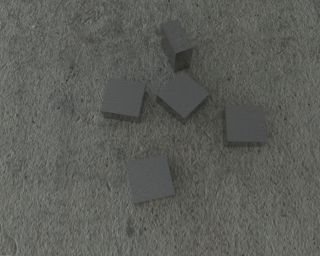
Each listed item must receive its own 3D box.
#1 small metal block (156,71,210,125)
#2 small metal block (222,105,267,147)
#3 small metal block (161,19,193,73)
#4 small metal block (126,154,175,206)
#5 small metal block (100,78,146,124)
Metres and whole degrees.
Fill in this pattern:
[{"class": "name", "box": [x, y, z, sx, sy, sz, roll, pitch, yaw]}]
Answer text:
[{"class": "small metal block", "box": [0.031, -0.041, 0.423, 0.050, 0.025, 0.050, 42, 75, 13]}, {"class": "small metal block", "box": [0.110, -0.002, 0.409, 0.050, 0.025, 0.050, 1, 70, 0]}, {"class": "small metal block", "box": [0.023, -0.115, 0.437, 0.025, 0.050, 0.050, -21, 72, -7]}, {"class": "small metal block", "box": [-0.012, 0.065, 0.384, 0.050, 0.025, 0.050, -12, 71, -5]}, {"class": "small metal block", "box": [-0.048, -0.037, 0.421, 0.050, 0.025, 0.050, 10, 70, 3]}]
